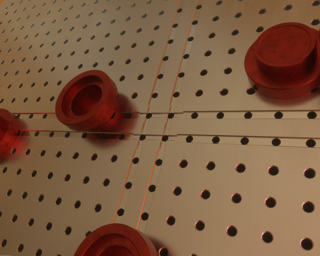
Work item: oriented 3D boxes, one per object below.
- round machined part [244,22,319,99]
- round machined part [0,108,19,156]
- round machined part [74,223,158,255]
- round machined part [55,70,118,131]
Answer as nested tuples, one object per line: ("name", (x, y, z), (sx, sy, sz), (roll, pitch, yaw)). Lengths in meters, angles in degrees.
("round machined part", (0.151, -0.087, 0.371), (0.098, 0.042, 0.098), (-13, 56, 20))
("round machined part", (-0.305, 0.006, 0.550), (0.098, 0.042, 0.098), (-13, 56, 20))
("round machined part", (-0.044, 0.154, 0.324), (0.098, 0.042, 0.098), (-13, 56, 20))
("round machined part", (-0.107, -0.038, 0.474), (0.098, 0.042, 0.098), (-13, 56, 20))
